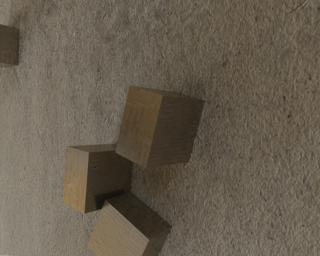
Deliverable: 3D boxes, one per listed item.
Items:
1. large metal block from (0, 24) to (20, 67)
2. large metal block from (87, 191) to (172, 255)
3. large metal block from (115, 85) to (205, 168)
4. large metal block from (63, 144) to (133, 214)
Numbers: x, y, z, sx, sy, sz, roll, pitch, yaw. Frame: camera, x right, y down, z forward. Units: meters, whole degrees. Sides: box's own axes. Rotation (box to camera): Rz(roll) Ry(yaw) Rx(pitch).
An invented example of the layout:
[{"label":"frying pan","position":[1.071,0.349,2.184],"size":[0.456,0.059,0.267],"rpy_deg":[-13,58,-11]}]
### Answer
[{"label":"large metal block","position":[-0.355,-0.179,0.682],"size":[0.080,0.050,0.079],"rpy_deg":[5,93,40]},{"label":"large metal block","position":[-0.042,0.147,0.419],"size":[0.080,0.050,0.079],"rpy_deg":[33,111,29]},{"label":"large metal block","position":[0.001,-0.002,0.368],"size":[0.050,0.081,0.079],"rpy_deg":[22,104,38]},{"label":"large metal block","position":[-0.086,0.067,0.441],"size":[0.050,0.081,0.079],"rpy_deg":[9,96,40]}]
